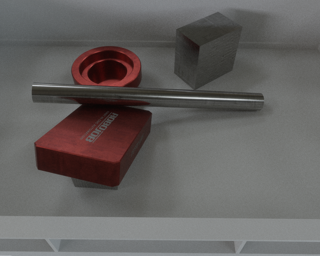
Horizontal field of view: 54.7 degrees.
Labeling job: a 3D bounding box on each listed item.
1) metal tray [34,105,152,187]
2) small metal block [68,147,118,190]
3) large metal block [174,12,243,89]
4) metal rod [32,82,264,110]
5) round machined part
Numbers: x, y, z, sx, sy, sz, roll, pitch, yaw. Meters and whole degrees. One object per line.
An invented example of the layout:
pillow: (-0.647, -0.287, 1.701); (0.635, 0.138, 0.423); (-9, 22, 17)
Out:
metal tray: (-0.069, 0.010, 0.360); (0.090, 0.030, 0.130); (11, 28, 9)
small metal block: (-0.073, 0.045, 0.350); (0.050, 0.050, 0.025); (4, 50, 3)
large metal block: (0.070, -0.116, 0.468); (0.081, 0.080, 0.050); (-29, 56, -23)
metal rod: (-0.007, -0.040, 0.410); (0.302, 0.025, 0.025); (1, 50, -11)
round machined part: (-0.076, -0.074, 0.456); (0.099, 0.042, 0.098); (0, 50, 0)
